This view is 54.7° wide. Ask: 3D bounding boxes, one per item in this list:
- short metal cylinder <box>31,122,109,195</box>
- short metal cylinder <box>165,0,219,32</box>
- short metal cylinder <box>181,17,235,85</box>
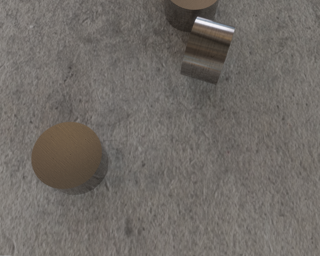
[{"bbox_3d":[-0.107,0.038,0.380,0.081,0.050,0.080,0,70,0],"label":"short metal cylinder"},{"bbox_3d":[0.047,-0.193,0.466,0.081,0.050,0.080,0,70,0],"label":"short metal cylinder"},{"bbox_3d":[0.064,-0.104,0.418,0.050,0.080,0.080,18,71,6],"label":"short metal cylinder"}]
